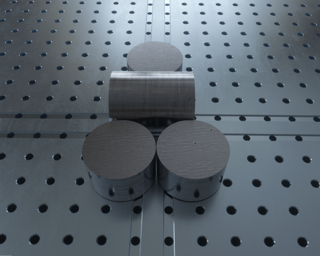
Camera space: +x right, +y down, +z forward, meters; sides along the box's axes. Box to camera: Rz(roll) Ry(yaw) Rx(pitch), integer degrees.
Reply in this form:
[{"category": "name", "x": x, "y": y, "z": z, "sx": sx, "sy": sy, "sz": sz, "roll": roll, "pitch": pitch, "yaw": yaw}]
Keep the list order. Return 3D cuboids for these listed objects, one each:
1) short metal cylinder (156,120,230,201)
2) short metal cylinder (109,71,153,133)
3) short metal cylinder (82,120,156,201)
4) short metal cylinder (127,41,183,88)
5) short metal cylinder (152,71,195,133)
[{"category": "short metal cylinder", "x": 0.036, "y": 0.037, "z": 0.359, "sx": 0.081, "sy": 0.050, "sz": 0.080, "roll": 0, "pitch": 50, "yaw": 0}, {"category": "short metal cylinder", "x": -0.035, "y": -0.033, "z": 0.400, "sx": 0.050, "sy": 0.080, "sz": 0.080, "roll": 0, "pitch": 50, "yaw": 0}, {"category": "short metal cylinder", "x": -0.045, "y": 0.037, "z": 0.358, "sx": 0.081, "sy": 0.050, "sz": 0.080, "roll": 0, "pitch": 50, "yaw": 0}, {"category": "short metal cylinder", "x": -0.007, "y": -0.085, "z": 0.462, "sx": 0.081, "sy": 0.050, "sz": 0.080, "roll": 0, "pitch": 50, "yaw": 0}, {"category": "short metal cylinder", "x": 0.016, "y": -0.033, "z": 0.400, "sx": 0.050, "sy": 0.080, "sz": 0.080, "roll": 0, "pitch": 50, "yaw": 0}]
